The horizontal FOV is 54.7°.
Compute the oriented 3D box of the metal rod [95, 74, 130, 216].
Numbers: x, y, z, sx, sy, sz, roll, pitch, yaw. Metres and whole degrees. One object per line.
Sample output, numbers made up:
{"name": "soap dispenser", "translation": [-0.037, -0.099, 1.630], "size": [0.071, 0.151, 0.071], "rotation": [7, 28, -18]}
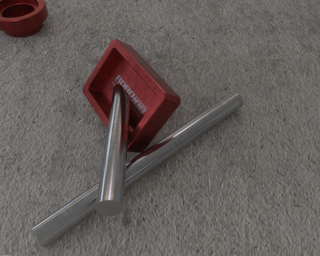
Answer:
{"name": "metal rod", "translation": [-0.050, -0.025, 0.394], "size": [0.025, 0.025, 0.300], "rotation": [-1, 41, -1]}

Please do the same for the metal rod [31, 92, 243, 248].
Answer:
{"name": "metal rod", "translation": [-0.007, 0.035, 0.373], "size": [0.302, 0.025, 0.025], "rotation": [-33, 58, -25]}

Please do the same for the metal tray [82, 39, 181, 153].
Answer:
{"name": "metal tray", "translation": [-0.042, -0.043, 0.398], "size": [0.030, 0.090, 0.130], "rotation": [12, 32, -50]}

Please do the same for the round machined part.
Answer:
{"name": "round machined part", "translation": [-0.252, -0.200, 0.559], "size": [0.099, 0.042, 0.098], "rotation": [0, 50, 0]}
